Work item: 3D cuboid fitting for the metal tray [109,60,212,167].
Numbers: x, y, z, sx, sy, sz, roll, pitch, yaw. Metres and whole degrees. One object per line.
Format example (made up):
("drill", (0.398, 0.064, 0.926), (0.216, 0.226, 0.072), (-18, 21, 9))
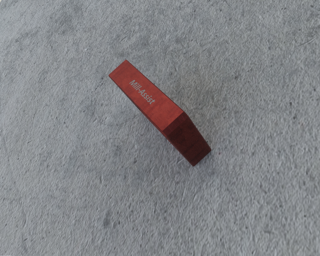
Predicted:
("metal tray", (-0.001, -0.019, 0.375), (0.030, 0.090, 0.130), (-43, 51, -1))
